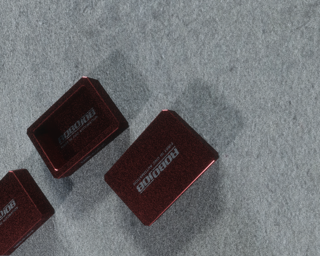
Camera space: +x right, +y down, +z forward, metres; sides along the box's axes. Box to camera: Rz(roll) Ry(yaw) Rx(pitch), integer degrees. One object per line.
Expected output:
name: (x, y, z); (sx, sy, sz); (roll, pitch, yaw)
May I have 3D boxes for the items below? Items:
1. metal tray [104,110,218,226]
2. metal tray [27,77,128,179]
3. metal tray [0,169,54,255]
metal tray: (0.000, 0.051, 0.406); (0.090, 0.030, 0.130); (45, 103, 14)
metal tray: (-0.121, 0.001, 0.447); (0.130, 0.030, 0.090); (-39, 78, 15)
metal tray: (-0.239, 0.138, 0.488); (0.130, 0.030, 0.090); (-43, 77, 14)
